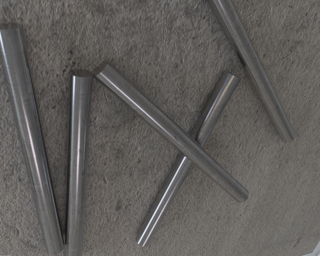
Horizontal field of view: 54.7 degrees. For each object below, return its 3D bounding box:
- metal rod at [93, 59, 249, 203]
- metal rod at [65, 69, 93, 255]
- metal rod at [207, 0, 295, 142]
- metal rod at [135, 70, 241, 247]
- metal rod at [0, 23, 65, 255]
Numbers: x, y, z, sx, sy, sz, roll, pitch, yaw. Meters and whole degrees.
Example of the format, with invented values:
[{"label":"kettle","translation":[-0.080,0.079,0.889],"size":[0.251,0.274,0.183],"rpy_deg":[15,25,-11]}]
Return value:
[{"label":"metal rod","translation":[0.032,0.021,0.410],"size":[0.025,0.025,0.300],"rpy_deg":[-46,121,4]},{"label":"metal rod","translation":[-0.106,0.073,0.393],"size":[0.025,0.025,0.298],"rpy_deg":[-5,121,-26]},{"label":"metal rod","translation":[0.141,-0.070,0.440],"size":[0.025,0.025,0.300],"rpy_deg":[-43,130,1]},{"label":"metal rod","translation":[0.034,0.056,0.459],"size":[0.025,0.025,0.298],"rpy_deg":[14,111,-34]},{"label":"metal rod","translation":[-0.140,0.037,0.352],"size":[0.025,0.025,0.298],"rpy_deg":[-12,124,-22]}]
